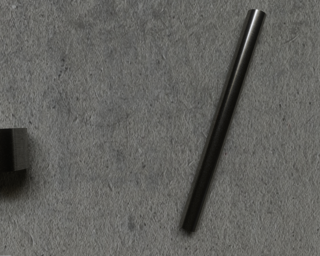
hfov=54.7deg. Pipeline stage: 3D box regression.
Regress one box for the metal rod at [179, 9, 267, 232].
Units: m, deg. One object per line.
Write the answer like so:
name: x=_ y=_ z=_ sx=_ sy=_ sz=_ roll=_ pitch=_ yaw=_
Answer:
metal rod: x=0.083 y=-0.010 z=0.411 sx=0.025 sy=0.025 sz=0.298 roll=18 pitch=90 yaw=-1

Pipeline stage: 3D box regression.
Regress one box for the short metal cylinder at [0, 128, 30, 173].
short metal cylinder: x=-0.205 y=0.027 z=0.380 sx=0.081 sy=0.080 sz=0.050 roll=-3 pitch=90 yaw=-1
